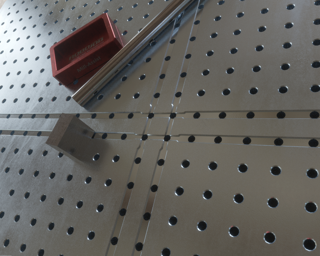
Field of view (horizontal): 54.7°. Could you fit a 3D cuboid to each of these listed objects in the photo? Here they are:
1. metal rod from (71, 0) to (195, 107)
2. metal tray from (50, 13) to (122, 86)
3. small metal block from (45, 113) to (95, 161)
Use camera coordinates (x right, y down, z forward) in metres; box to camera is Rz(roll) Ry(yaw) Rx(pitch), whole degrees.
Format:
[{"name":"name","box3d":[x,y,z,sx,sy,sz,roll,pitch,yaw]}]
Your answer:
[{"name":"metal rod","box3d":[-0.028,-0.148,0.513,0.300,0.025,0.025,-44,51,-3]},{"name":"metal tray","box3d":[-0.137,-0.144,0.565,0.130,0.030,0.090,-28,52,10]},{"name":"small metal block","box3d":[-0.130,0.013,0.453,0.025,0.050,0.050,10,67,32]}]
